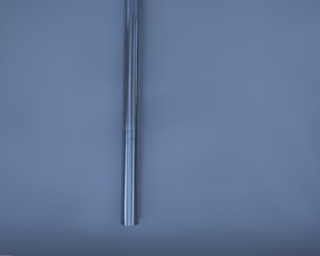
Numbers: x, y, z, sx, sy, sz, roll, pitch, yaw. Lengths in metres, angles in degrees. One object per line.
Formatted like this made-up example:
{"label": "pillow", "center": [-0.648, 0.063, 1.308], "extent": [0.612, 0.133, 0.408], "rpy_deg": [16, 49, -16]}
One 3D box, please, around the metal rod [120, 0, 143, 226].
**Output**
{"label": "metal rod", "center": [-0.038, -0.023, 0.410], "extent": [0.025, 0.025, 0.298], "rpy_deg": [1, 90, -1]}
